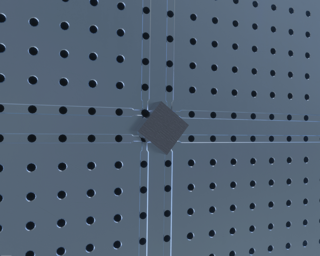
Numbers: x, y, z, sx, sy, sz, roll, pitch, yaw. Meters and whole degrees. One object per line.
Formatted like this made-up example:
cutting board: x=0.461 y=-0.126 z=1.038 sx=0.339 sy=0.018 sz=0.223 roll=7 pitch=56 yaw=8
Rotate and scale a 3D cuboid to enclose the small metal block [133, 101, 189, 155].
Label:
small metal block: x=0.001 y=0.000 z=0.413 sx=0.050 sy=0.025 sz=0.050 roll=40 pitch=77 yaw=-16
